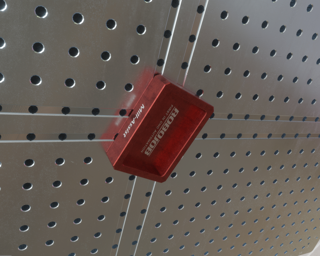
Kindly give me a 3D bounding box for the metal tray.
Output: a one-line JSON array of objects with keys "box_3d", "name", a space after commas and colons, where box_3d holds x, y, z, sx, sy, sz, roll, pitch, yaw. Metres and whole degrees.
[{"box_3d": [0.001, 0.005, 0.410, 0.090, 0.030, 0.129, 24, 106, -37], "name": "metal tray"}]
